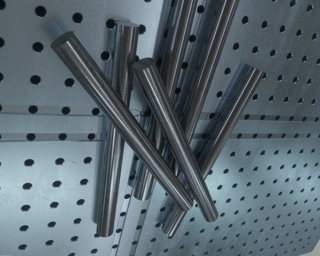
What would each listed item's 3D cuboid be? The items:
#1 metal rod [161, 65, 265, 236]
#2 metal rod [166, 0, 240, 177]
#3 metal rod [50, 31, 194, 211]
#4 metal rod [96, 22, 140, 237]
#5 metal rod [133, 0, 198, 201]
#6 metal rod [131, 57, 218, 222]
[{"bbox_3d":[0.074,0.046,0.478,0.025,0.025,0.298,13,112,-34],"label":"metal rod"},{"bbox_3d":[0.055,-0.064,0.400,0.025,0.025,0.298,2,118,-29],"label":"metal rod"},{"bbox_3d":[-0.024,0.017,0.374,0.025,0.025,0.300,-36,129,-4],"label":"metal rod"},{"bbox_3d":[-0.058,0.022,0.392,0.025,0.025,0.298,-4,120,-26],"label":"metal rod"},{"bbox_3d":[0.004,-0.032,0.392,0.025,0.025,0.298,-1,119,-28],"label":"metal rod"},{"bbox_3d":[0.033,0.039,0.418,0.025,0.025,0.299,-32,129,-8],"label":"metal rod"}]
